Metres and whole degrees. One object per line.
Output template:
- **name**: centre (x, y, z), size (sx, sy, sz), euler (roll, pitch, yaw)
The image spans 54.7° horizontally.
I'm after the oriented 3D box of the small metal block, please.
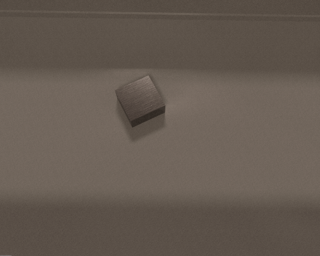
- **small metal block**: centre (-0.027, -0.036, 0.423), size (0.050, 0.025, 0.050), euler (-25, 72, -9)
